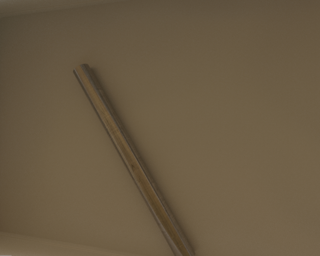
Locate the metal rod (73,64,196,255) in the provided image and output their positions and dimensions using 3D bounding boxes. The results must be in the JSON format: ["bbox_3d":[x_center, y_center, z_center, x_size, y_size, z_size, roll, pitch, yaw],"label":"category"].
[{"bbox_3d":[-0.040,0.041,0.425,0.025,0.025,0.299,-34,79,17],"label":"metal rod"}]
